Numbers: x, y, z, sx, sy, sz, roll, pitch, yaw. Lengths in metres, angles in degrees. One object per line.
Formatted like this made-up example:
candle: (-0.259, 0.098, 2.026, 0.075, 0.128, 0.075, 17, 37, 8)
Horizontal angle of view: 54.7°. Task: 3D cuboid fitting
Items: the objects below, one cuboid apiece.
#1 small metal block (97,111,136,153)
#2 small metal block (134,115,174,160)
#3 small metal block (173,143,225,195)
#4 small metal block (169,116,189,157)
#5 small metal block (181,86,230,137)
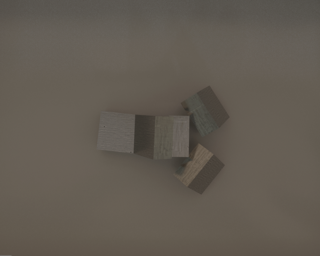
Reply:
small metal block: (-0.053, 0.005, 0.408, 0.050, 0.025, 0.050, 7, 90, -1)
small metal block: (-0.009, 0.010, 0.379, 0.025, 0.050, 0.050, 1, 93, -32)
small metal block: (0.051, 0.053, 0.395, 0.025, 0.050, 0.050, 38, 89, 35)
small metal block: (0.022, 0.010, 0.398, 0.025, 0.050, 0.050, 1, 90, 0)
small metal block: (0.059, -0.022, 0.395, 0.025, 0.050, 0.050, -32, 91, 32)
